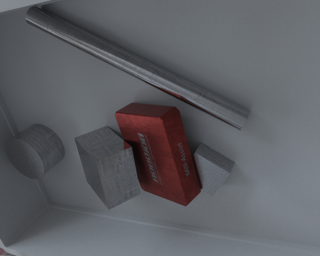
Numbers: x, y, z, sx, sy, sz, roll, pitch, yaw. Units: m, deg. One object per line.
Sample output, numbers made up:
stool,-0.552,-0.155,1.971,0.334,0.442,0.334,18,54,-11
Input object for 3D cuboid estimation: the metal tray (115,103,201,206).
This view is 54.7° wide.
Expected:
metal tray,-0.003,0.033,0.409,0.090,0.030,0.129,9,124,44

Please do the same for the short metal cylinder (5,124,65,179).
short metal cylinder,-0.211,0.039,0.525,0.080,0.050,0.079,13,124,20

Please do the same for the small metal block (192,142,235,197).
small metal block,0.062,0.055,0.409,0.050,0.025,0.050,31,128,7

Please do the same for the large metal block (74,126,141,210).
large metal block,-0.075,0.054,0.441,0.080,0.050,0.079,32,138,50

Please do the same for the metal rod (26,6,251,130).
metal rod,-0.034,-0.077,0.377,0.301,0.025,0.025,28,128,10
